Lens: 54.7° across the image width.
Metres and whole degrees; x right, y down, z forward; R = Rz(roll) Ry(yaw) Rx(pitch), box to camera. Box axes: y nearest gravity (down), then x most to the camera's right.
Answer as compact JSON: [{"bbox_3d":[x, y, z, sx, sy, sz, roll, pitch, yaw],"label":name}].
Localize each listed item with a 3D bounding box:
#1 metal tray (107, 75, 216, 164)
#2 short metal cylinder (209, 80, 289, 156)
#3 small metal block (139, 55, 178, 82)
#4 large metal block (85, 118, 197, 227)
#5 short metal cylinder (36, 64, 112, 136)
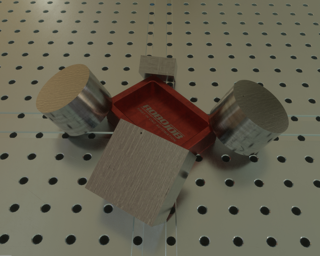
[{"bbox_3d":[0.000,-0.010,0.411,0.091,0.030,0.130,-34,58,-25],"label":"metal tray"},{"bbox_3d":[0.109,-0.013,0.383,0.081,0.050,0.080,18,47,-20],"label":"short metal cylinder"},{"bbox_3d":[-0.001,-0.087,0.461,0.050,0.050,0.025,7,88,6],"label":"small metal block"},{"bbox_3d":[-0.018,0.047,0.329,0.080,0.050,0.080,25,85,19],"label":"large metal block"},{"bbox_3d":[-0.110,-0.036,0.402,0.080,0.050,0.080,-17,48,19],"label":"short metal cylinder"}]
